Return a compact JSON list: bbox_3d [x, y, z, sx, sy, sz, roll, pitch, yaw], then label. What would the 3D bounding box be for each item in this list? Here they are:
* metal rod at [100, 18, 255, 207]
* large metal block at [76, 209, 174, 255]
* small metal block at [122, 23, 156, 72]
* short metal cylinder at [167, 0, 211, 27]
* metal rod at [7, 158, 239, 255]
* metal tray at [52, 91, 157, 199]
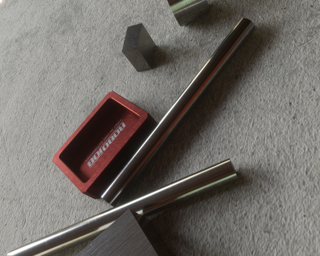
[{"bbox_3d":[0.029,-0.026,0.403,0.025,0.025,0.300,31,79,37],"label":"metal rod"},{"bbox_3d":[-0.031,0.145,0.314,0.080,0.050,0.080,-41,51,-1],"label":"large metal block"},{"bbox_3d":[-0.031,-0.123,0.478,0.025,0.050,0.050,-6,59,25],"label":"small metal block"},{"bbox_3d":[0.038,-0.203,0.472,0.050,0.080,0.080,-22,54,15],"label":"short metal cylinder"},{"bbox_3d":[-0.053,0.106,0.364,0.301,0.025,0.025,-25,53,12],"label":"metal rod"},{"bbox_3d":[-0.076,0.020,0.426,0.090,0.030,0.130,33,80,38],"label":"metal tray"}]
